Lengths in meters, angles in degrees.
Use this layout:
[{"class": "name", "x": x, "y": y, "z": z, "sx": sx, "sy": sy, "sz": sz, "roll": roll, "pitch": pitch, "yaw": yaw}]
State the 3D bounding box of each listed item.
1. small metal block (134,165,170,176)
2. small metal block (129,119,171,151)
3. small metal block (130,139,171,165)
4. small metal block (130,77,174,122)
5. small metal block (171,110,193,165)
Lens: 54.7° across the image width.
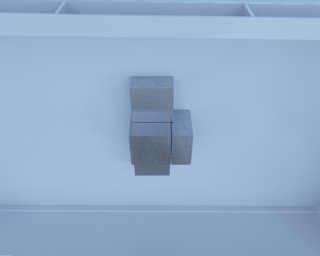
[{"class": "small metal block", "x": -0.011, "y": 0.042, "z": 0.442, "sx": 0.050, "sy": 0.025, "sz": 0.050, "roll": 0, "pitch": 130, "yaw": 0}, {"class": "small metal block", "x": -0.012, "y": 0.003, "z": 0.392, "sx": 0.050, "sy": 0.050, "sz": 0.025, "roll": 0, "pitch": 130, "yaw": 0}, {"class": "small metal block", "x": -0.011, "y": 0.021, "z": 0.408, "sx": 0.050, "sy": 0.050, "sz": 0.025, "roll": 0, "pitch": 130, "yaw": 0}, {"class": "small metal block", "x": -0.009, "y": -0.034, "z": 0.377, "sx": 0.050, "sy": 0.025, "sz": 0.050, "roll": 0, "pitch": 130, "yaw": 0}, {"class": "small metal block", "x": 0.027, "y": 0.012, "z": 0.401, "sx": 0.025, "sy": 0.050, "sz": 0.050, "roll": 0, "pitch": 130, "yaw": 0}]
